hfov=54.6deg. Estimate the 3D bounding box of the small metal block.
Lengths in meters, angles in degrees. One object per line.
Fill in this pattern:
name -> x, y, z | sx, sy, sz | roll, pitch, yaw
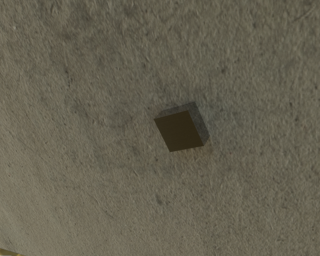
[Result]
small metal block -> 0.028, -0.001, 0.392 | 0.050, 0.025, 0.050 | -14, 111, 34
